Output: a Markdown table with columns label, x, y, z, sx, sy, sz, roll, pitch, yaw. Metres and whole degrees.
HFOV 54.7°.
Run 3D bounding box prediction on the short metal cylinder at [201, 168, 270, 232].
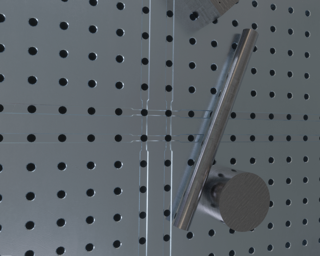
| label | x | y | z | sx | sy | sz | roll | pitch | yaw |
| --- | --- | --- | --- | --- | --- | --- | --- | --- | --- |
| short metal cylinder | 0.106 | 0.099 | 0.438 | 0.081 | 0.050 | 0.080 | 0 | 90 | -20 |

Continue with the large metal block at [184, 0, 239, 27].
| label | x | y | z | sx | sy | sz | roll | pitch | yaw |
| --- | --- | --- | --- | --- | --- | --- | --- | --- | --- |
| large metal block | 0.074 | -0.202 | 0.426 | 0.080 | 0.050 | 0.080 | -44 | 104 | -15 |

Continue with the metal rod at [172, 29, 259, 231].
| label | x | y | z | sx | sy | sz | roll | pitch | yaw |
| --- | --- | --- | --- | --- | --- | --- | --- | --- | --- |
| metal rod | 0.081 | -0.003 | 0.442 | 0.025 | 0.025 | 0.299 | 24 | 82 | -19 |
